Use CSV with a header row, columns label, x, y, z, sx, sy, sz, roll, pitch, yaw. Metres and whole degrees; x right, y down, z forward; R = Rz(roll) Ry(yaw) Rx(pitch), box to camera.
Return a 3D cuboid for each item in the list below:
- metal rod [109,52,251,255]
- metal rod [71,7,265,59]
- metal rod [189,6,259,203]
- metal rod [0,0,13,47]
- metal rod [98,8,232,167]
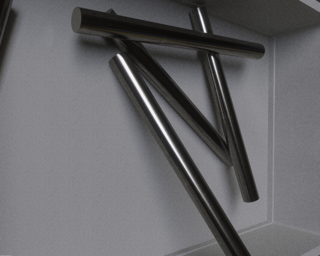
label,x,y,z,sx,sy,sz,roll,pitch,yaw
metal rod,0.028,0.044,0.362,0.025,0.025,0.299,-29,87,-36
metal rod,0.036,-0.114,0.399,0.302,0.025,0.025,-3,92,-38
metal rod,0.099,-0.032,0.468,0.025,0.025,0.298,-21,96,-38
metal rod,-0.175,0.023,0.260,0.025,0.025,0.299,18,79,-39
metal rod,0.027,-0.037,0.431,0.300,0.025,0.025,45,63,-31
